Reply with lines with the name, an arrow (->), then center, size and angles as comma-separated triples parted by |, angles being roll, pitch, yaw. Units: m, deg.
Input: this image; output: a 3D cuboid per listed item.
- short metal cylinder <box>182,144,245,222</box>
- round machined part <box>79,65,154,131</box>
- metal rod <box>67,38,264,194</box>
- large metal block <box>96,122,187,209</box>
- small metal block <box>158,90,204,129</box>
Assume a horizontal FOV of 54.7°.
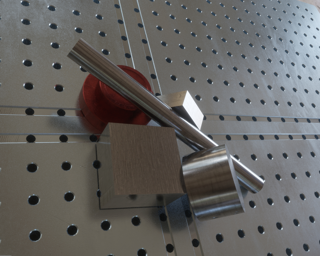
short metal cylinder -> 0.063, 0.064, 0.361 | 0.080, 0.050, 0.080 | -17, 90, -76
round machined part -> -0.049, -0.042, 0.397 | 0.099, 0.042, 0.098 | 14, 56, -21
metal rod -> 0.022, -0.003, 0.381 | 0.301, 0.025, 0.025 | 36, 50, -21
large metal block -> -0.024, 0.043, 0.351 | 0.081, 0.050, 0.080 | 5, 60, -26
small metal block -> 0.022, -0.019, 0.405 | 0.050, 0.050, 0.025 | 51, 45, -39
